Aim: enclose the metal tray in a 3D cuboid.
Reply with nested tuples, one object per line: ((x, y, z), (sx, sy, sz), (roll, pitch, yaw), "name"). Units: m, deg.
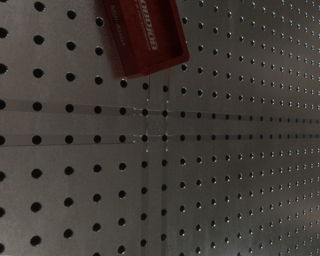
((-0.017, -0.137, 0.392), (0.091, 0.030, 0.129), (-27, 107, -37), "metal tray")
